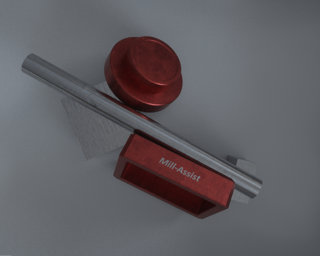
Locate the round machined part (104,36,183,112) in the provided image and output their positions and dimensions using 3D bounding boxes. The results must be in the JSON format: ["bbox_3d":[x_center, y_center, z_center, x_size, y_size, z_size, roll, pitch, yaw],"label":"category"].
[{"bbox_3d":[-0.014,-0.071,0.375,0.099,0.042,0.098,14,59,-25],"label":"round machined part"}]

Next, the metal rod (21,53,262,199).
[{"bbox_3d":[-0.020,-0.002,0.358,0.301,0.025,0.025,29,90,-1],"label":"metal rod"}]

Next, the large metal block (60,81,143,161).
[{"bbox_3d":[-0.067,-0.013,0.396,0.080,0.050,0.080,-22,90,-1],"label":"large metal block"}]

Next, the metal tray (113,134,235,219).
[{"bbox_3d":[0.012,0.063,0.374,0.131,0.090,0.030,26,63,-1],"label":"metal tray"}]

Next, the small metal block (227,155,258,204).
[{"bbox_3d":[0.100,0.064,0.399,0.025,0.050,0.050,15,90,0],"label":"small metal block"}]
